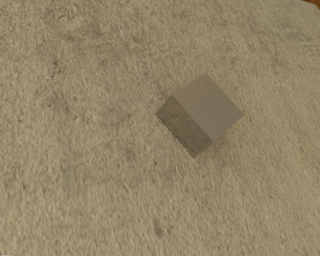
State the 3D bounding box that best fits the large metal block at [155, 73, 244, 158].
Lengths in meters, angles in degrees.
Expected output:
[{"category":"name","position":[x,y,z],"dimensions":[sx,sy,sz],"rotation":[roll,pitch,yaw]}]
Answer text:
[{"category":"large metal block","position":[0.056,-0.019,0.431],"dimensions":[0.080,0.050,0.081],"rotation":[50,51,6]}]
